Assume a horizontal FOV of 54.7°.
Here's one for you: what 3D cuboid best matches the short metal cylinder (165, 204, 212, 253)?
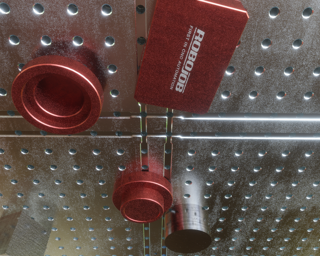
[{"bbox_3d":[0.048,0.178,0.548,0.081,0.050,0.079,0,130,0],"label":"short metal cylinder"}]

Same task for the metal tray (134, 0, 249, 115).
[{"bbox_3d":[0.028,-0.080,0.341,0.091,0.030,0.129,10,130,-9],"label":"metal tray"}]

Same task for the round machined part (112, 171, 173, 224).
[{"bbox_3d":[-0.028,0.118,0.500,0.099,0.042,0.097,0,130,0],"label":"round machined part"}]

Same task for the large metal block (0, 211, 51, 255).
[{"bbox_3d":[-0.251,0.208,0.550,0.050,0.080,0.080,-20,128,16],"label":"large metal block"}]

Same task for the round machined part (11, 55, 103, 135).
[{"bbox_3d":[-0.116,-0.042,0.364,0.099,0.042,0.097,0,130,0],"label":"round machined part"}]
